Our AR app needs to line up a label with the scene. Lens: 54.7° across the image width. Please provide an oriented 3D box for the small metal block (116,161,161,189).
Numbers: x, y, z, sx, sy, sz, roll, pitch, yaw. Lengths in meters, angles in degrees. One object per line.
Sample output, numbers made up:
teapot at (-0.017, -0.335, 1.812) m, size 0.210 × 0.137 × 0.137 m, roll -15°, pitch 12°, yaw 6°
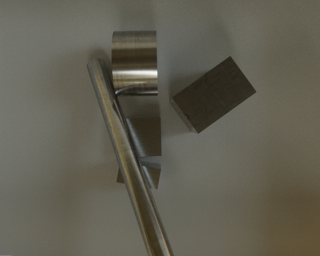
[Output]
small metal block at (-0.026, 0.057, 0.399) m, size 0.050 × 0.050 × 0.025 m, roll 10°, pitch 90°, yaw -1°

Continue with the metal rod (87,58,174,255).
metal rod at (-0.034, 0.044, 0.355) m, size 0.025 × 0.025 × 0.299 m, roll -22°, pitch 68°, yaw 0°

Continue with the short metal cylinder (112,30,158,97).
short metal cylinder at (-0.029, -0.079, 0.384) m, size 0.050 × 0.080 × 0.079 m, roll -1°, pitch 90°, yaw 0°

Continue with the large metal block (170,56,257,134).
large metal block at (0.060, -0.037, 0.385) m, size 0.080 × 0.080 × 0.050 m, roll -36°, pitch 90°, yaw 0°

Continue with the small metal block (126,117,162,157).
small metal block at (-0.024, 0.012, 0.411) m, size 0.050 × 0.025 × 0.050 m, roll -2°, pitch 90°, yaw -1°
